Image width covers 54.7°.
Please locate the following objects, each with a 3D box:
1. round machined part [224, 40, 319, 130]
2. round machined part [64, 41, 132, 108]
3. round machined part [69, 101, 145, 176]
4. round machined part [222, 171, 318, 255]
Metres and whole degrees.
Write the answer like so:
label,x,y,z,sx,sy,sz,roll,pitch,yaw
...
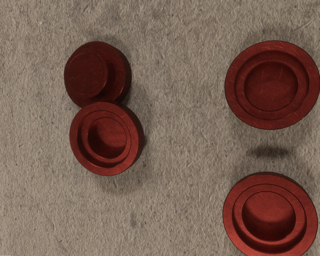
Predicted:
label,x,y,z,sx,sy,sz,roll,pitch,yaw
round machined part,0.127,-0.046,0.355,0.098,0.042,0.097,0,90,19
round machined part,-0.093,-0.073,0.431,0.098,0.042,0.097,0,90,19
round machined part,-0.067,0.012,0.417,0.098,0.042,0.097,3,100,15
round machined part,0.124,0.099,0.356,0.098,0.042,0.097,0,90,19
